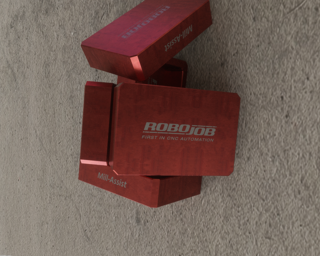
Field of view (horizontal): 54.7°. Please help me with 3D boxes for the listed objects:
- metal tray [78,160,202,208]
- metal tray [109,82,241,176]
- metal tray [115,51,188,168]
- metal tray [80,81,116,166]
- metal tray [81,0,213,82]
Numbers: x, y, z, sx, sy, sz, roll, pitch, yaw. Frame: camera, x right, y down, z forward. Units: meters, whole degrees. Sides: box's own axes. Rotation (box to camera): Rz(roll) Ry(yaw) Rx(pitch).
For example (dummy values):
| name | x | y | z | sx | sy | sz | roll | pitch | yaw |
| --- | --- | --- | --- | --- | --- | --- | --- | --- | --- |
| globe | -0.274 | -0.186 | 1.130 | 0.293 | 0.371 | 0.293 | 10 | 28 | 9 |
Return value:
| name | x | y | z | sx | sy | sz | roll | pitch | yaw |
| --- | --- | --- | --- | --- | --- | --- | --- | --- | --- |
| metal tray | -0.026 | 0.058 | 0.383 | 0.130 | 0.091 | 0.030 | 9 | 96 | 39 |
| metal tray | 0.016 | 0.003 | 0.326 | 0.030 | 0.131 | 0.089 | -162 | 76 | -72 |
| metal tray | -0.010 | -0.021 | 0.370 | 0.030 | 0.091 | 0.129 | 9 | 96 | 39 |
| metal tray | -0.064 | -0.009 | 0.394 | 0.030 | 0.130 | 0.089 | 5 | 94 | 3 |
| metal tray | -0.013 | -0.109 | 0.355 | 0.090 | 0.131 | 0.030 | 22 | 145 | 37 |
